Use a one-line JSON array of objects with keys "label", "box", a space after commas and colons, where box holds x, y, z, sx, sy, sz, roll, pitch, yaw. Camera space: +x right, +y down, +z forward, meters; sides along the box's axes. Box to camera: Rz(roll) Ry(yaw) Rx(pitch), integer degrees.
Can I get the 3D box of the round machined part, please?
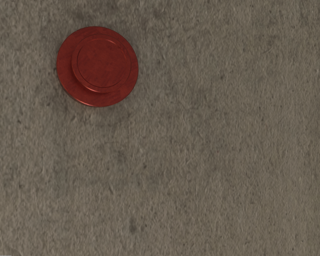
[{"label": "round machined part", "box": [-0.073, -0.074, 0.374, 0.099, 0.042, 0.097, 0, 90, -21]}]
